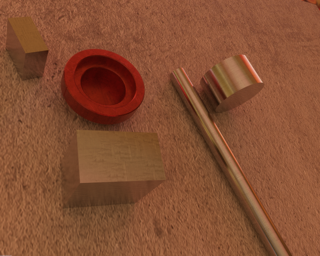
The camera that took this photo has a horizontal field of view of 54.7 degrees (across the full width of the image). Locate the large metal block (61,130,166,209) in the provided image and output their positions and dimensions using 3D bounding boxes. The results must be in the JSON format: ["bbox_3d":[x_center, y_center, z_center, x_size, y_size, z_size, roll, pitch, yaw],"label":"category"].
[{"bbox_3d":[-0.051,0.044,0.315,0.081,0.080,0.050,3,61,-27],"label":"large metal block"}]

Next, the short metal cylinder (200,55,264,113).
[{"bbox_3d":[0.108,-0.066,0.469,0.081,0.080,0.050,-15,70,-34],"label":"short metal cylinder"}]

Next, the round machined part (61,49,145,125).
[{"bbox_3d":[-0.072,-0.046,0.383,0.099,0.042,0.098,14,56,-21],"label":"round machined part"}]

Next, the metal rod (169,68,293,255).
[{"bbox_3d":[0.092,0.044,0.428,0.025,0.025,0.299,-16,70,-35],"label":"metal rod"}]

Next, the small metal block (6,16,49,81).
[{"bbox_3d":[-0.156,-0.092,0.360,0.025,0.050,0.050,-21,73,-36],"label":"small metal block"}]
